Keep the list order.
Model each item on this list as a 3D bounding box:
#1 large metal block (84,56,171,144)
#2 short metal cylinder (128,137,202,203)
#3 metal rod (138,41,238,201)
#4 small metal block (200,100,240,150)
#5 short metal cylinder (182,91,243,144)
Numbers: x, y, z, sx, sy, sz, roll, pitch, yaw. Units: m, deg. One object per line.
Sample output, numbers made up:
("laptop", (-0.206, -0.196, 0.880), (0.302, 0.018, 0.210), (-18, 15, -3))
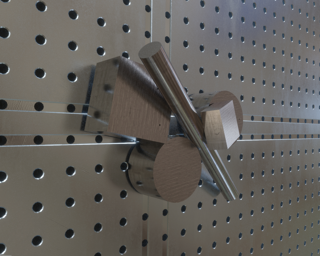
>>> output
("large metal block", (-0.033, -0.028, 0.359), (0.081, 0.050, 0.080), (14, 81, -39))
("short metal cylinder", (0.007, 0.050, 0.394), (0.081, 0.050, 0.079), (0, 90, -40))
("metal rod", (0.053, 0.015, 0.403), (0.025, 0.025, 0.300), (-58, 137, -24))
("small metal block", (0.078, -0.004, 0.396), (0.050, 0.025, 0.050), (-31, 110, -55))
("short metal cylinder", (0.076, -0.013, 0.453), (0.081, 0.050, 0.079), (0, 90, -40))
